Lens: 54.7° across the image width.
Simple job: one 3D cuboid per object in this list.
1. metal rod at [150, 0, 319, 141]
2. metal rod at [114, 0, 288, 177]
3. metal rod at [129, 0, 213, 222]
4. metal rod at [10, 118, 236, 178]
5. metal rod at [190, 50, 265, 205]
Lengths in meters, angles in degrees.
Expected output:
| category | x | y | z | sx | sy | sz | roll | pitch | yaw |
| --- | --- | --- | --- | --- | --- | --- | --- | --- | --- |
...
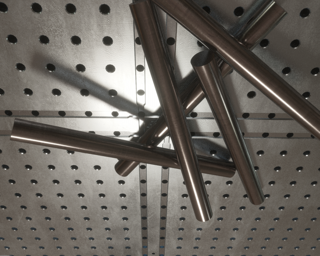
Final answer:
| category | x | y | z | sx | sy | sz | roll | pitch | yaw |
| --- | --- | --- | --- | --- | --- | --- | --- | --- | --- |
| metal rod | 0.077 | -0.075 | 0.316 | 0.301 | 0.025 | 0.025 | 35 | 122 | -15 |
| metal rod | 0.031 | -0.030 | 0.386 | 0.025 | 0.025 | 0.299 | 29 | 124 | -23 |
| metal rod | 0.022 | 0.000 | 0.375 | 0.025 | 0.025 | 0.298 | -13 | 118 | 10 |
| metal rod | -0.027 | 0.032 | 0.400 | 0.302 | 0.025 | 0.025 | 13 | 130 | -26 |
| metal rod | 0.102 | 0.023 | 0.413 | 0.025 | 0.025 | 0.299 | -19 | 134 | 15 |
